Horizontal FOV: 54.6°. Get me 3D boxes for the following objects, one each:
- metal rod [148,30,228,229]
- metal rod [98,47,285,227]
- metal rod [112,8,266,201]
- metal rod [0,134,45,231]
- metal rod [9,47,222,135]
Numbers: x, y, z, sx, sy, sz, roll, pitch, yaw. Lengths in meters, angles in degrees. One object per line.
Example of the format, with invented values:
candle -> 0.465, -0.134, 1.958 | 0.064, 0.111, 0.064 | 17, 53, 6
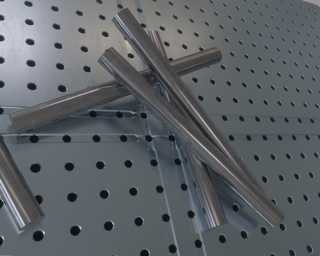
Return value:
metal rod -> 0.028, -0.013, 0.430 | 0.025, 0.025, 0.299 | -4, 64, -30
metal rod -> 0.043, 0.016, 0.384 | 0.300, 0.025, 0.025 | 43, 51, -7
metal rod -> 0.042, -0.023, 0.403 | 0.300, 0.025, 0.025 | 52, 51, -8
metal rod -> -0.202, -0.032, 0.318 | 0.025, 0.025, 0.299 | -26, 76, -37
metal rod -> -0.035, -0.058, 0.401 | 0.302, 0.025, 0.025 | -24, 75, -29
